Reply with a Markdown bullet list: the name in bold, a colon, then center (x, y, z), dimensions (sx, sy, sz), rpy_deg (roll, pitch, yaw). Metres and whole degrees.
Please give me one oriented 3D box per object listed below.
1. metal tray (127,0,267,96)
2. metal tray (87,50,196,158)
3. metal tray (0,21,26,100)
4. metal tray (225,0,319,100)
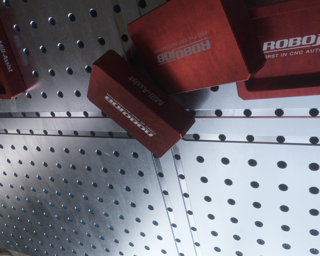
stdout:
- **metal tray**: center (0.030, -0.085, 0.313), dimensions (0.130, 0.030, 0.090), rpy_deg (-4, 119, 52)
- **metal tray**: center (-0.029, -0.025, 0.387), dimensions (0.130, 0.030, 0.090), rpy_deg (40, 152, 1)
- **metal tray**: center (-0.273, -0.110, 0.484), dimensions (0.090, 0.030, 0.129), rpy_deg (4, 121, 26)
- **metal tray**: center (0.135, -0.077, 0.289), dimensions (0.130, 0.030, 0.090), rpy_deg (-2, 118, 29)
